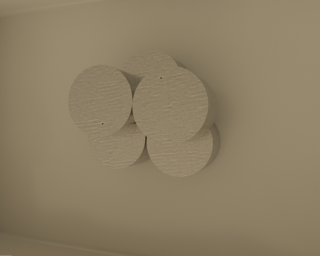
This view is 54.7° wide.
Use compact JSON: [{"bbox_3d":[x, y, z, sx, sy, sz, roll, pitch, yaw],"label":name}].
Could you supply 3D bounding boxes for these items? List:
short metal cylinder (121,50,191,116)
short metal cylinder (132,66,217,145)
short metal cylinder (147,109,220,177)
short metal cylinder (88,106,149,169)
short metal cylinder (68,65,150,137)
[{"bbox_3d":[-0.005,-0.055,0.397,0.080,0.050,0.080,0,90,20],"label":"short metal cylinder"},{"bbox_3d":[0.017,-0.023,0.335,0.080,0.050,0.080,0,90,20],"label":"short metal cylinder"},{"bbox_3d":[0.030,0.017,0.385,0.080,0.050,0.080,0,90,20],"label":"short metal cylinder"},{"bbox_3d":[-0.047,0.011,0.412,0.080,0.050,0.080,0,90,20],"label":"short metal cylinder"},{"bbox_3d":[-0.058,-0.030,0.363,0.080,0.050,0.080,0,90,20],"label":"short metal cylinder"}]
